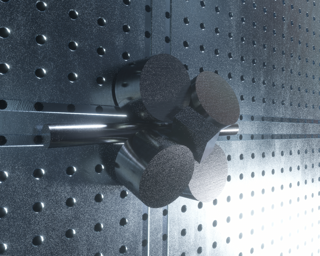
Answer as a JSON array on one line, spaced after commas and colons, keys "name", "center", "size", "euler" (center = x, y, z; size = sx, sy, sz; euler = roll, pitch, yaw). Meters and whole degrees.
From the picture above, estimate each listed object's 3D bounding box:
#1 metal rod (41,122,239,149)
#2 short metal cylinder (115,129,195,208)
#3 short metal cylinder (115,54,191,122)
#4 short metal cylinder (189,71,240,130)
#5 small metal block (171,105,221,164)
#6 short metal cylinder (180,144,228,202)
[{"name": "metal rod", "center": [0.002, 0.004, 0.406], "size": [0.302, 0.025, 0.025], "euler": [-2, 92, -40]}, {"name": "short metal cylinder", "center": [-0.006, 0.047, 0.368], "size": [0.081, 0.050, 0.079], "euler": [-19, 122, -33]}, {"name": "short metal cylinder", "center": [-0.007, -0.047, 0.382], "size": [0.081, 0.050, 0.079], "euler": [0, 90, -40]}, {"name": "short metal cylinder", "center": [0.062, -0.030, 0.423], "size": [0.081, 0.050, 0.080], "euler": [19, 56, -31]}, {"name": "small metal block", "center": [0.041, 0.008, 0.377], "size": [0.025, 0.050, 0.050], "euler": [-40, 157, -27]}, {"name": "short metal cylinder", "center": [0.049, 0.058, 0.429], "size": [0.081, 0.050, 0.079], "euler": [0, 90, -40]}]
